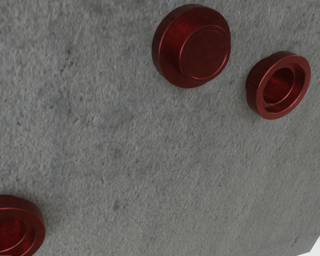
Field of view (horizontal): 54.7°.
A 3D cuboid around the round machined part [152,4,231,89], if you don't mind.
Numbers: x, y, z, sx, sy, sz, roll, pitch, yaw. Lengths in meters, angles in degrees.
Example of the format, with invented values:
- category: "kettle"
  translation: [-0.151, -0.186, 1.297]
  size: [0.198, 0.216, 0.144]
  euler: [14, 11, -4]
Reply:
- category: "round machined part"
  translation: [0.043, -0.091, 0.365]
  size: [0.099, 0.042, 0.097]
  euler: [-14, 125, -21]

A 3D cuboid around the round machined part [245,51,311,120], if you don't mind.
- category: "round machined part"
  translation: [0.165, -0.064, 0.449]
  size: [0.099, 0.042, 0.097]
  euler: [-14, 125, -21]

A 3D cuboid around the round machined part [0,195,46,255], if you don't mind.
- category: "round machined part"
  translation: [-0.190, 0.118, 0.366]
  size: [0.099, 0.042, 0.097]
  euler: [-14, 125, -21]
